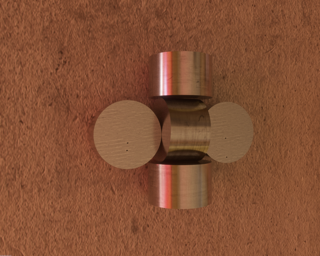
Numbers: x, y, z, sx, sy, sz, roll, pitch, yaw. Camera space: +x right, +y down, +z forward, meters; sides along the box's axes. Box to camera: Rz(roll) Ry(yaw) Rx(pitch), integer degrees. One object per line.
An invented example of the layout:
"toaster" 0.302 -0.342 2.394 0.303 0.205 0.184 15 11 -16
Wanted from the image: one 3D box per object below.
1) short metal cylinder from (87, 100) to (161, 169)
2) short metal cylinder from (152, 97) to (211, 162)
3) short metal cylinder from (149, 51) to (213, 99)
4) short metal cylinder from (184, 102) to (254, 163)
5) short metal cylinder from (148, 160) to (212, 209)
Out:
"short metal cylinder" -0.045 0.008 0.380 0.081 0.050 0.080 0 90 -21
"short metal cylinder" 0.022 0.002 0.390 0.050 0.080 0.080 1 90 -20
"short metal cylinder" 0.026 -0.063 0.391 0.081 0.080 0.050 0 90 -20
"short metal cylinder" 0.079 0.005 0.426 0.081 0.050 0.080 0 91 -20
"short metal cylinder" 0.025 0.067 0.391 0.081 0.080 0.050 0 90 -20
